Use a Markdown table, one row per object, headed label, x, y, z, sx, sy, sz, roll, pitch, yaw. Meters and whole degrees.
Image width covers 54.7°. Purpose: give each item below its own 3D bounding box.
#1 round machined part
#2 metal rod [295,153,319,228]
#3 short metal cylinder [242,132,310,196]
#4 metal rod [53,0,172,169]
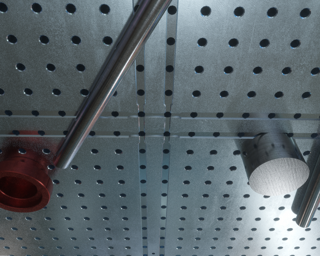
| label | x | y | z | sx | sy | sz | roll | pitch | yaw |
| --- | --- | --- | --- | --- | --- | --- | --- | --- | --- |
| round machined part | -0.211 | 0.082 | 0.467 | 0.099 | 0.042 | 0.097 | -1 | 130 | 0 |
| metal rod | 0.247 | 0.056 | 0.463 | 0.025 | 0.025 | 0.298 | -4 | 130 | 2 |
| short metal cylinder | 0.163 | 0.052 | 0.442 | 0.081 | 0.050 | 0.079 | 0 | 130 | 0 |
| metal rod | -0.065 | -0.048 | 0.369 | 0.025 | 0.025 | 0.298 | 25 | 126 | -20 |
